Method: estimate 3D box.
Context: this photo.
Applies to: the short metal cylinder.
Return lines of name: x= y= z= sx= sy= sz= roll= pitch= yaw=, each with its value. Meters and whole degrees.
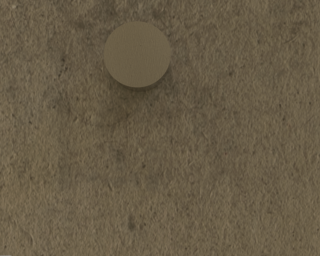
short metal cylinder: x=-0.027 y=-0.089 z=0.397 sx=0.081 sy=0.050 sz=0.079 roll=0 pitch=90 yaw=-1
